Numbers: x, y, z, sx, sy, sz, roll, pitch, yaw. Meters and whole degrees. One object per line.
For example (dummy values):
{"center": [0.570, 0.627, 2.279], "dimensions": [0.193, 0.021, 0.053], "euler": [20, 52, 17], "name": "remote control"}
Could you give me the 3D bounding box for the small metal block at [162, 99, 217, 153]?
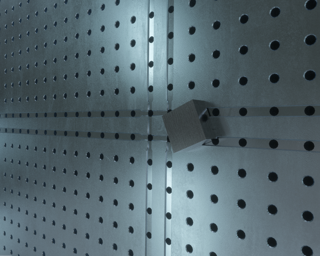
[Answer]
{"center": [0.035, -0.001, 0.381], "dimensions": [0.050, 0.025, 0.050], "euler": [-28, 73, 36], "name": "small metal block"}
